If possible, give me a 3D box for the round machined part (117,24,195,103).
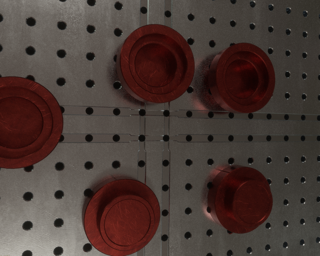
[{"bbox_3d":[-0.008,-0.080,0.401,0.099,0.042,0.097,0,90,-21],"label":"round machined part"}]

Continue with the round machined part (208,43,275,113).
[{"bbox_3d":[0.113,-0.069,0.447,0.099,0.042,0.097,0,90,-21],"label":"round machined part"}]

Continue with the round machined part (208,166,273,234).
[{"bbox_3d":[0.123,0.105,0.451,0.099,0.042,0.097,0,90,-21],"label":"round machined part"}]

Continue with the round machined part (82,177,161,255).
[{"bbox_3d":[-0.045,0.112,0.388,0.099,0.042,0.097,0,90,-21],"label":"round machined part"}]

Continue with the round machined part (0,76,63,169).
[{"bbox_3d":[-0.160,-0.006,0.345,0.099,0.042,0.097,0,90,-20],"label":"round machined part"}]
